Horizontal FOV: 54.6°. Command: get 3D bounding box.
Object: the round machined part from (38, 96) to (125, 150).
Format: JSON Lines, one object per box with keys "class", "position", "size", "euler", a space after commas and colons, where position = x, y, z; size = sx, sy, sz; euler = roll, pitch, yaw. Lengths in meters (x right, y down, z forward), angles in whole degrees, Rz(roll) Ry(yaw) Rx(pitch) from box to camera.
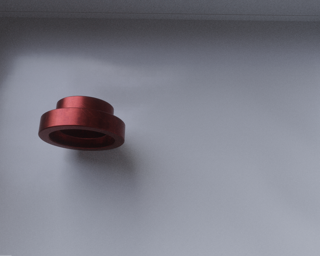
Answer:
{"class": "round machined part", "position": [-0.091, -0.006, 0.373], "size": [0.099, 0.098, 0.042], "euler": [1, 70, 0]}
